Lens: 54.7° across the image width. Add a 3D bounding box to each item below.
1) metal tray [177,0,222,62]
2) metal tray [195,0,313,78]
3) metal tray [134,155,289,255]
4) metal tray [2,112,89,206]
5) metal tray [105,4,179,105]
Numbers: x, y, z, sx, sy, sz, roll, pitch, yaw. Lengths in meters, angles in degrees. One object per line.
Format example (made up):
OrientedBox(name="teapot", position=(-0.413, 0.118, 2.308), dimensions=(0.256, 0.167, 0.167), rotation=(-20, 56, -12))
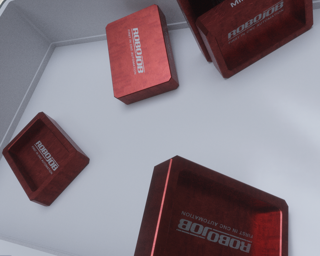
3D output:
OrientedBox(name="metal tray", position=(0.077, -0.153, 0.391), dimensions=(0.090, 0.130, 0.030), rotation=(-29, 52, 9))
OrientedBox(name="metal tray", position=(0.118, -0.128, 0.379), dimensions=(0.130, 0.090, 0.030), rotation=(-31, 52, 8))
OrientedBox(name="metal tray", position=(0.050, 0.088, 0.260), dimensions=(0.030, 0.131, 0.090), rotation=(-35, 37, 54))
OrientedBox(name="metal tray", position=(-0.175, 0.042, 0.466), dimensions=(0.090, 0.030, 0.130), rotation=(-48, 52, -6))
OrientedBox(name="metal tray", position=(-0.029, -0.109, 0.462), dimensions=(0.090, 0.030, 0.129), rotation=(-16, 70, 19))
